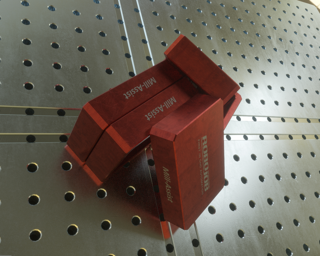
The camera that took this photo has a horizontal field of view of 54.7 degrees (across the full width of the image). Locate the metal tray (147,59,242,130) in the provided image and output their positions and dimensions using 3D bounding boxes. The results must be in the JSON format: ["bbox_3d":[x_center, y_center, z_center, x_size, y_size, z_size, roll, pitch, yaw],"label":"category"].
[{"bbox_3d":[0.053,-0.056,0.468,0.130,0.030,0.090,40,51,-2],"label":"metal tray"}]

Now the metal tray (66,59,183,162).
[{"bbox_3d":[-0.039,-0.021,0.359,0.030,0.090,0.131,49,51,5],"label":"metal tray"}]

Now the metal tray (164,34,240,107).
[{"bbox_3d":[0.052,-0.069,0.407,0.090,0.030,0.130,43,6,1],"label":"metal tray"}]

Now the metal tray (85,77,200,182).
[{"bbox_3d":[-0.017,0.000,0.356,0.030,0.090,0.131,49,51,5],"label":"metal tray"}]

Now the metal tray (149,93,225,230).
[{"bbox_3d":[0.037,0.038,0.347,0.030,0.129,0.091,18,40,36],"label":"metal tray"}]
